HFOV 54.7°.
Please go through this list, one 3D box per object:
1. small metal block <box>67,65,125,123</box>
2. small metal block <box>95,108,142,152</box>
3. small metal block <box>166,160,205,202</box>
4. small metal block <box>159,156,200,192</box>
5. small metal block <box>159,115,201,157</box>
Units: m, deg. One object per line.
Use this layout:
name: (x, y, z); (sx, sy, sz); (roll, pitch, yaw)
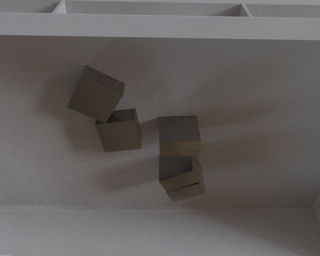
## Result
small metal block: (-0.077, -0.040, 0.374); (0.050, 0.025, 0.050); (24, 126, -19)
small metal block: (-0.053, 0.004, 0.412); (0.050, 0.025, 0.050); (-6, 130, 4)
small metal block: (0.036, 0.076, 0.458); (0.050, 0.050, 0.025); (-19, 128, 15)
small metal block: (0.027, 0.058, 0.442); (0.050, 0.050, 0.025); (-21, 127, 17)
small metal block: (0.025, 0.010, 0.401); (0.050, 0.050, 0.025); (-2, 130, 1)
